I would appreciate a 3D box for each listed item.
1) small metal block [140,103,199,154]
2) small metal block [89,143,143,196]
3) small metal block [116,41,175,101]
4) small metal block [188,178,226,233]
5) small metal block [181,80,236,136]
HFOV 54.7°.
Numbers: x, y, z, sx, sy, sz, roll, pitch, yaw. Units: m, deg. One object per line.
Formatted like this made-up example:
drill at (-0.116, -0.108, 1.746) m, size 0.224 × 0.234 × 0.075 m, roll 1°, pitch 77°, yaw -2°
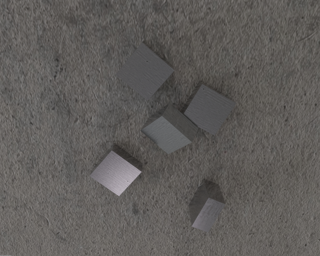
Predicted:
small metal block at (0.012, 0.002, 0.398) m, size 0.050 × 0.025 × 0.050 m, roll 41°, pitch 140°, yaw -14°
small metal block at (-0.060, 0.058, 0.430) m, size 0.050 × 0.025 × 0.050 m, roll 38°, pitch 106°, yaw -13°
small metal block at (-0.018, -0.071, 0.383) m, size 0.050 × 0.025 × 0.050 m, roll 39°, pitch 105°, yaw -13°
small metal block at (0.065, 0.108, 0.437) m, size 0.025 × 0.050 × 0.050 m, roll 23°, pitch 108°, yaw -8°
small metal block at (0.061, -0.026, 0.401) m, size 0.050 × 0.025 × 0.050 m, roll 28°, pitch 108°, yaw -10°
